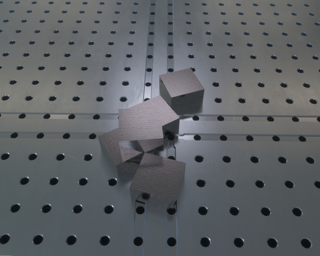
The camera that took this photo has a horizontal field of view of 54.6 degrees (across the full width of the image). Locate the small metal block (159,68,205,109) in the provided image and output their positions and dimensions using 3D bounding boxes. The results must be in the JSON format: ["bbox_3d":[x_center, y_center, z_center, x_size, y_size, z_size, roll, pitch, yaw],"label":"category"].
[{"bbox_3d":[0.031,-0.058,0.457,0.050,0.025,0.050,-15,52,-13],"label":"small metal block"}]

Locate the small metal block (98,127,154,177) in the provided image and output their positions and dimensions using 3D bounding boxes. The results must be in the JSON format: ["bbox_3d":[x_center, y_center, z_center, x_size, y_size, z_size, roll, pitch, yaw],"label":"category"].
[{"bbox_3d":[-0.042,0.025,0.387,0.050,0.025,0.050,-25,55,-20],"label":"small metal block"}]

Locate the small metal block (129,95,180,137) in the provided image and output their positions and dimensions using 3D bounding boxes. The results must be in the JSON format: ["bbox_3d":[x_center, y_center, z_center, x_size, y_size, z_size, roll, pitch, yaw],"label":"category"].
[{"bbox_3d":[-0.009,-0.012,0.418,0.050,0.025,0.050,-25,54,-19],"label":"small metal block"}]

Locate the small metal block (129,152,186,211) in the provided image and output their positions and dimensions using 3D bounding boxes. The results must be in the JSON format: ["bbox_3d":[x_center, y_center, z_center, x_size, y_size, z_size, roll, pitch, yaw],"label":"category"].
[{"bbox_3d":[-0.002,0.061,0.357,0.050,0.025,0.050,14,51,11],"label":"small metal block"}]

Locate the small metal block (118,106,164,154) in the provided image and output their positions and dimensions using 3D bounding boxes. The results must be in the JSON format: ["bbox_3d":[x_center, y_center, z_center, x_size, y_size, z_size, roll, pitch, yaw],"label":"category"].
[{"bbox_3d":[-0.023,0.002,0.373,0.050,0.025,0.050,-4,50,-4],"label":"small metal block"}]
